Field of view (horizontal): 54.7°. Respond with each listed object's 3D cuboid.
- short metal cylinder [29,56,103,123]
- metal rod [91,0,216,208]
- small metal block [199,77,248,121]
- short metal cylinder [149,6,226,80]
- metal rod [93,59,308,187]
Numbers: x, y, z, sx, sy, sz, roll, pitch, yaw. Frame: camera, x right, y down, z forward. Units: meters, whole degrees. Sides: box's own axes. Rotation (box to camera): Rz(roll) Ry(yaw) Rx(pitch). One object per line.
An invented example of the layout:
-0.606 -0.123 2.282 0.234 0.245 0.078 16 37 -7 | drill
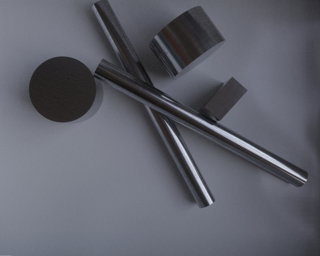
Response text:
-0.117 -0.047 0.397 0.081 0.050 0.079 0 90 -1 | short metal cylinder
-0.008 -0.031 0.411 0.025 0.025 0.299 -29 90 0 | metal rod
0.080 -0.036 0.400 0.025 0.050 0.050 42 90 0 | small metal block
0.034 -0.104 0.384 0.080 0.080 0.050 -36 90 0 | short metal cylinder
0.057 -0.002 0.395 0.301 0.025 0.025 28 90 -7 | metal rod
